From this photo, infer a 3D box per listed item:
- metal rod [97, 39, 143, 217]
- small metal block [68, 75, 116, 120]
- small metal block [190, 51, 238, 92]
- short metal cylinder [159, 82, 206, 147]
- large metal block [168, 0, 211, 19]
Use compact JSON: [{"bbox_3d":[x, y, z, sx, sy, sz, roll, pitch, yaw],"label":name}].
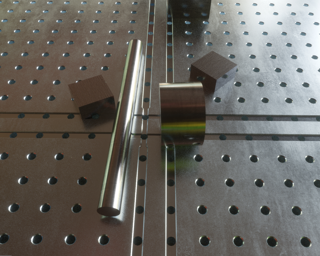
[{"bbox_3d":[-0.048,-0.025,0.427,0.025,0.025,0.300,2,50,2],"label":"metal rod"},{"bbox_3d":[-0.098,-0.045,0.445,0.050,0.025,0.050,-21,53,-17],"label":"small metal block"},{"bbox_3d":[0.083,-0.089,0.483,0.050,0.025,0.050,-36,59,-27],"label":"small metal block"},{"bbox_3d":[0.025,-0.017,0.386,0.050,0.080,0.080,-2,50,-1],"label":"short metal cylinder"},{"bbox_3d":[0.055,-0.260,0.610,0.081,0.050,0.080,-1,50,-1],"label":"large metal block"}]
